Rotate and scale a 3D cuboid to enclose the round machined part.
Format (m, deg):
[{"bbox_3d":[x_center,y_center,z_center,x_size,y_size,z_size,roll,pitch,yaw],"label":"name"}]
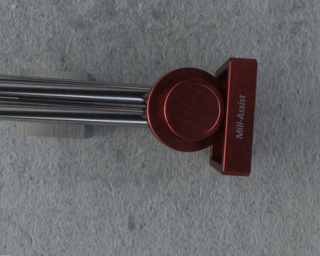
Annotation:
[{"bbox_3d":[0.034,-0.021,0.354,0.099,0.042,0.097,0,92,-11],"label":"round machined part"}]

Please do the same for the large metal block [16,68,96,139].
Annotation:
[{"bbox_3d":[-0.128,-0.029,0.393,0.081,0.050,0.079,3,90,-1],"label":"large metal block"}]

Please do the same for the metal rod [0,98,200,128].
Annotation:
[{"bbox_3d":[-0.066,-0.015,0.365,0.302,0.025,0.025,3,90,-13],"label":"metal rod"}]

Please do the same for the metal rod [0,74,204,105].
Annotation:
[{"bbox_3d":[-0.064,-0.042,0.365,0.302,0.025,0.025,2,90,-13],"label":"metal rod"}]

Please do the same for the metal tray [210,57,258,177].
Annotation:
[{"bbox_3d":[0.087,-0.012,0.379,0.030,0.090,0.129,4,90,0],"label":"metal tray"}]
